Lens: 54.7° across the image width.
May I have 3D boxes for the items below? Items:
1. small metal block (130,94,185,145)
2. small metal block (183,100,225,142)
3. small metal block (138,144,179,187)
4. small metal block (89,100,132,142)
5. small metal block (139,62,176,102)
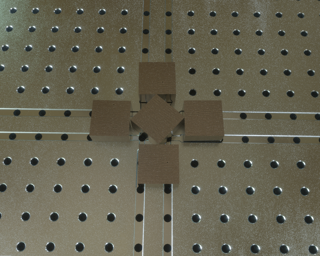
[{"bbox_3d":[-0.003,-0.008,0.414,0.050,0.025,0.050,40,75,13],"label":"small metal block"},{"bbox_3d":[0.057,-0.009,0.416,0.050,0.025,0.050,0,70,-1],"label":"small metal block"},{"bbox_3d":[-0.002,0.048,0.394,0.050,0.025,0.050,0,70,0],"label":"small metal block"},{"bbox_3d":[-0.064,-0.009,0.414,0.050,0.025,0.050,1,70,0],"label":"small metal block"},{"bbox_3d":[-0.004,-0.065,0.435,0.050,0.025,0.050,0,70,-1],"label":"small metal block"}]
